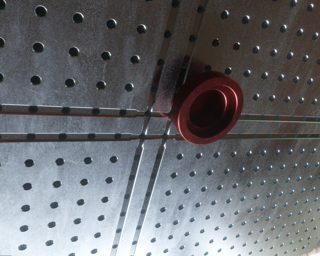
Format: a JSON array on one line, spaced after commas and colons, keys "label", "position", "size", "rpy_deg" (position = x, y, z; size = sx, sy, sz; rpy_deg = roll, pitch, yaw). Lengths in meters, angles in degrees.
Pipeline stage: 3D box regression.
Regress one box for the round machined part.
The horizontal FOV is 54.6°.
[{"label": "round machined part", "position": [0.058, -0.030, 0.413], "size": [0.099, 0.042, 0.097], "rpy_deg": [-14, 124, -21]}]
